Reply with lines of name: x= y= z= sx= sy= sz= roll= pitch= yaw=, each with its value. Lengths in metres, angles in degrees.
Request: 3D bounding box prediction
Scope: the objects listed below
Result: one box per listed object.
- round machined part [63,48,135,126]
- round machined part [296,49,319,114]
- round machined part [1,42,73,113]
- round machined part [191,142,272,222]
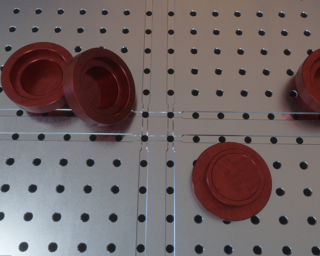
round machined part: x=-0.082 y=-0.051 z=0.402 sx=0.042 sy=0.098 sz=0.098 roll=-8 pitch=63 yaw=42
round machined part: x=0.236 y=-0.059 z=0.426 sx=0.099 sy=0.042 sz=0.098 roll=0 pitch=70 yaw=0
round machined part: x=-0.159 y=-0.065 z=0.426 sx=0.099 sy=0.042 sz=0.098 roll=0 pitch=70 yaw=0
round machined part: x=0.089 y=0.063 z=0.380 sx=0.099 sy=0.042 sz=0.098 roll=0 pitch=70 yaw=0
